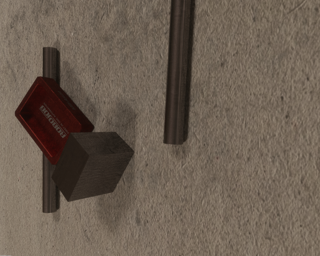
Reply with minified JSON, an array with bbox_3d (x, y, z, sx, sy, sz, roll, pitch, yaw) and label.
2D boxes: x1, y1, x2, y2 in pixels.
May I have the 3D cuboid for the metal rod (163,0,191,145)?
[{"bbox_3d":[0.025,-0.129,0.382,0.025,0.025,0.298,5,93,39],"label":"metal rod"}]

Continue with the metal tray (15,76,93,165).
[{"bbox_3d":[-0.183,-0.013,0.526,0.130,0.030,0.090,46,109,19],"label":"metal tray"}]

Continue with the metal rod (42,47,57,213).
[{"bbox_3d":[-0.202,0.004,0.567,0.025,0.025,0.298,0,90,39],"label":"metal rod"}]

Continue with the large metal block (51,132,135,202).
[{"bbox_3d":[-0.096,0.053,0.446,0.050,0.081,0.080,43,116,31],"label":"large metal block"}]
